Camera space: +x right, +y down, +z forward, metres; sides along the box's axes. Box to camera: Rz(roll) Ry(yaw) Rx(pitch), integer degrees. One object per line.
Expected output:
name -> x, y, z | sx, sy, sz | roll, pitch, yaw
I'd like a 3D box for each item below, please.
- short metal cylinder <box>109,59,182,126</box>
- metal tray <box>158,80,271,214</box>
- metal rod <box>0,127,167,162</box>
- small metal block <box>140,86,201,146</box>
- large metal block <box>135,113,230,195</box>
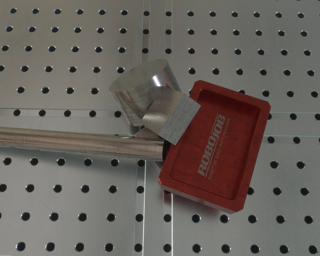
short metal cylinder -> -0.017, -0.046, 0.393 | 0.080, 0.080, 0.050 | -33, 116, -12
metal tray -> 0.062, 0.019, 0.347 | 0.090, 0.030, 0.130 | 19, 71, 7
metal rod -> -0.141, 0.015, 0.373 | 0.301, 0.025, 0.025 | 4, 70, 13
small metal block -> 0.010, -0.015, 0.340 | 0.025, 0.050, 0.050 | 33, 90, -30
large metal block -> 0.026, 0.024, 0.388 | 0.080, 0.050, 0.080 | -34, 74, -12
